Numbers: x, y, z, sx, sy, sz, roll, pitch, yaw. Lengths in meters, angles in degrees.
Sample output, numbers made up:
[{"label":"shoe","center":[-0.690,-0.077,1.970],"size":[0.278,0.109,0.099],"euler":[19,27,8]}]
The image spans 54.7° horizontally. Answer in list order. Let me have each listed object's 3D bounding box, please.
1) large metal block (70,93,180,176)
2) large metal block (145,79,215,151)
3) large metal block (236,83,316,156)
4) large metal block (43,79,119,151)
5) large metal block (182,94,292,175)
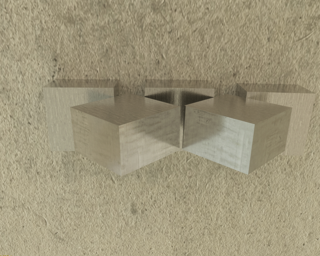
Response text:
[{"label":"large metal block","center":[-0.036,0.001,0.328],"size":[0.081,0.080,0.050],"euler":[-20,118,-42]},{"label":"large metal block","center":[0.022,-0.017,0.392],"size":[0.081,0.050,0.079],"euler":[1,110,-1]},{"label":"large metal block","center":[0.140,-0.012,0.395],"size":[0.081,0.050,0.079],"euler":[1,110,-1]},{"label":"large metal block","center":[-0.094,-0.017,0.390],"size":[0.081,0.050,0.079],"euler":[0,110,-1]},{"label":"large metal block","center":[0.082,0.001,0.332],"size":[0.080,0.081,0.050],"euler":[19,116,40]}]
